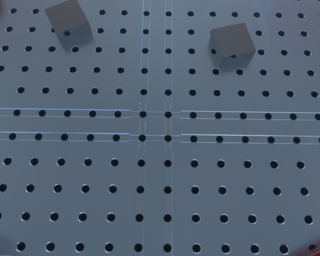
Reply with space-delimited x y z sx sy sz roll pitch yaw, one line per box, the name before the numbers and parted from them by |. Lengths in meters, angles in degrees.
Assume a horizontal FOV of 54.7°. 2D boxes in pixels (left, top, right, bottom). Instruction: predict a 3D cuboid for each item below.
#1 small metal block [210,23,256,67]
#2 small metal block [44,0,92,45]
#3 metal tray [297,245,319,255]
small metal block | 0.107 -0.123 0.458 0.050 0.025 0.050 -13 71 -5
small metal block | -0.139 -0.162 0.469 0.050 0.025 0.050 -26 72 -10
metal tray | 0.218 0.172 0.349 0.131 0.030 0.090 -22 72 -8
